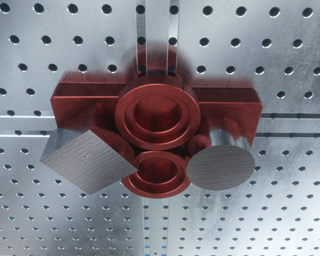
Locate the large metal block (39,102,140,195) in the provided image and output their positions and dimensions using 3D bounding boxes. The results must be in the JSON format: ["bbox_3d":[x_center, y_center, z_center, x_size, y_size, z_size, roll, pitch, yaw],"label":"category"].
[{"bbox_3d":[-0.081,0.028,0.378,0.080,0.050,0.080,-30,124,23],"label":"large metal block"}]

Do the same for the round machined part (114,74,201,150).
[{"bbox_3d":[-0.003,-0.022,0.369,0.099,0.042,0.097,0,130,0],"label":"round machined part"}]

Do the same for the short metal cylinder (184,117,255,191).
[{"bbox_3d":[0.071,0.032,0.383,0.081,0.050,0.079,0,130,0],"label":"short metal cylinder"}]

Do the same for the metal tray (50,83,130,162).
[{"bbox_3d":[-0.083,0.004,0.410,0.091,0.030,0.129,0,130,-2],"label":"metal tray"}]

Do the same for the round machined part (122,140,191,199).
[{"bbox_3d":[-0.004,0.052,0.433,0.099,0.042,0.097,0,130,0],"label":"round machined part"}]

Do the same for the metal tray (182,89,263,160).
[{"bbox_3d":[0.076,0.010,0.415,0.091,0.030,0.129,0,130,-1],"label":"metal tray"}]
